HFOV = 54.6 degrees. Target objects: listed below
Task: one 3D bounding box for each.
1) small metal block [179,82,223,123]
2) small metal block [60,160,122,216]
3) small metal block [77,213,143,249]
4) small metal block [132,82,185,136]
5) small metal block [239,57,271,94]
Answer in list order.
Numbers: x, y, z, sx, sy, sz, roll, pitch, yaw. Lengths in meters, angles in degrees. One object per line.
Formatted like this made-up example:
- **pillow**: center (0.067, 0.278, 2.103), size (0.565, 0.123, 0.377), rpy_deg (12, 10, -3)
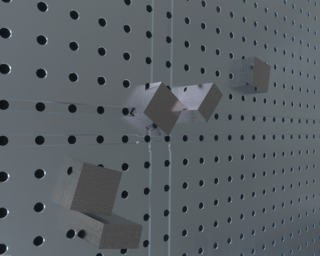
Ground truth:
- **small metal block**: center (0.052, -0.035, 0.435), size (0.025, 0.050, 0.050), rpy_deg (48, 62, -30)
- **small metal block**: center (-0.075, 0.067, 0.345), size (0.050, 0.025, 0.050), rpy_deg (23, 76, -38)
- **small metal block**: center (-0.056, 0.114, 0.345), size (0.050, 0.050, 0.025), rpy_deg (18, 79, -39)
- **small metal block**: center (-0.001, -0.024, 0.407), size (0.050, 0.025, 0.050), rpy_deg (43, 64, -31)
- **small metal block**: center (0.169, -0.092, 0.549), size (0.050, 0.025, 0.050), rpy_deg (15, 81, -39)
